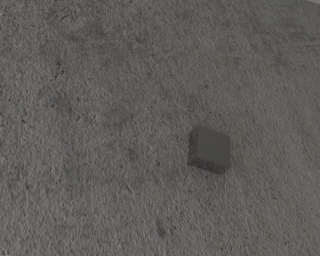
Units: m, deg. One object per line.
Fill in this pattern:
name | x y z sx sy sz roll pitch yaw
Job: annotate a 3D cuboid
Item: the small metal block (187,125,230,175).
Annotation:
small metal block | 0.067 0.030 0.421 0.050 0.025 0.050 20 54 -17
